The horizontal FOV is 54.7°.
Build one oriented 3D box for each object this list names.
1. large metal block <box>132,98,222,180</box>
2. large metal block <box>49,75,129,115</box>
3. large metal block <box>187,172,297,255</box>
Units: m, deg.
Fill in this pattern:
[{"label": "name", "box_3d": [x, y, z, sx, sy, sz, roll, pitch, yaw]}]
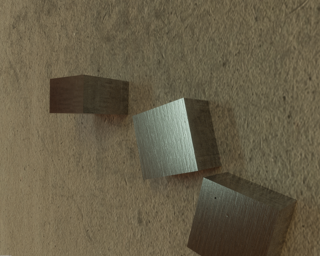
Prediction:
[{"label": "large metal block", "box_3d": [0.019, 0.015, 0.373, 0.080, 0.050, 0.080, -17, 79, 38]}, {"label": "large metal block", "box_3d": [-0.103, -0.045, 0.455, 0.080, 0.081, 0.050, 2, 92, 40]}, {"label": "large metal block", "box_3d": [0.083, 0.100, 0.320, 0.080, 0.050, 0.079, 20, 102, 38]}]
